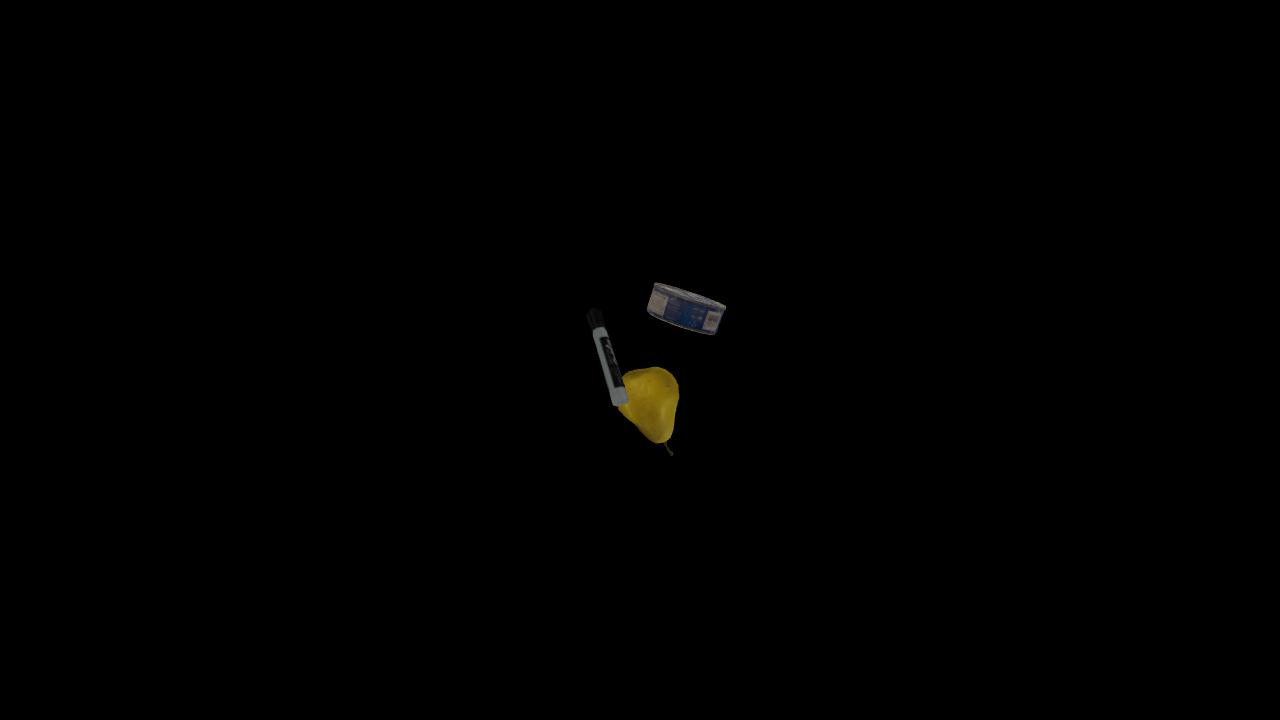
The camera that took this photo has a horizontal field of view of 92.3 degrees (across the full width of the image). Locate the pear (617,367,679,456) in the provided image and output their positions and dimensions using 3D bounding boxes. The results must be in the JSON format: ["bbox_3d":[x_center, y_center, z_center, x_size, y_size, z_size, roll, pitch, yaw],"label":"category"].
[{"bbox_3d":[0.014,0.065,0.764,0.080,0.111,0.080,-11,7,1],"label":"pear"}]

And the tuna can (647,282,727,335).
[{"bbox_3d":[0.051,-0.057,0.679,0.084,0.034,0.084,17,12,-4],"label":"tuna can"}]

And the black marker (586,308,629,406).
[{"bbox_3d":[-0.038,-0.006,0.693,0.020,0.121,0.020,-15,-23,-7],"label":"black marker"}]
